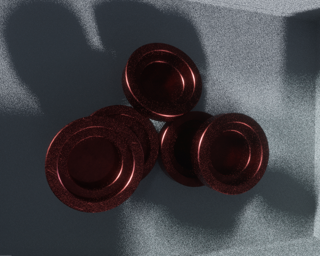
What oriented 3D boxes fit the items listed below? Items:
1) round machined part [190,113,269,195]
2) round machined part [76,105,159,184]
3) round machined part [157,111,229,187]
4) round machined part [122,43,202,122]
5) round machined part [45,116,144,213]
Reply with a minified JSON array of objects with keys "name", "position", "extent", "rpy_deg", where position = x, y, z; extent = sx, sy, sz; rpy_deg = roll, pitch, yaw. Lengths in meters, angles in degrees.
[{"name":"round machined part","position":[0.082,0.031,0.386],"extent":[0.099,0.042,0.097],"rpy_deg":[0,90,-20]},{"name":"round machined part","position":[-0.054,0.022,0.380],"extent":[0.099,0.042,0.097],"rpy_deg":[0,90,-20]},{"name":"round machined part","position":[0.040,0.027,0.415],"extent":[0.099,0.042,0.097],"rpy_deg":[0,90,-20]},{"name":"round machined part","position":[0.000,-0.053,0.389],"extent":[0.099,0.042,0.098],"rpy_deg":[7,70,-19]},{"name":"round machined part","position":[-0.070,0.036,0.330],"extent":[0.099,0.042,0.097],"rpy_deg":[0,90,-20]}]
